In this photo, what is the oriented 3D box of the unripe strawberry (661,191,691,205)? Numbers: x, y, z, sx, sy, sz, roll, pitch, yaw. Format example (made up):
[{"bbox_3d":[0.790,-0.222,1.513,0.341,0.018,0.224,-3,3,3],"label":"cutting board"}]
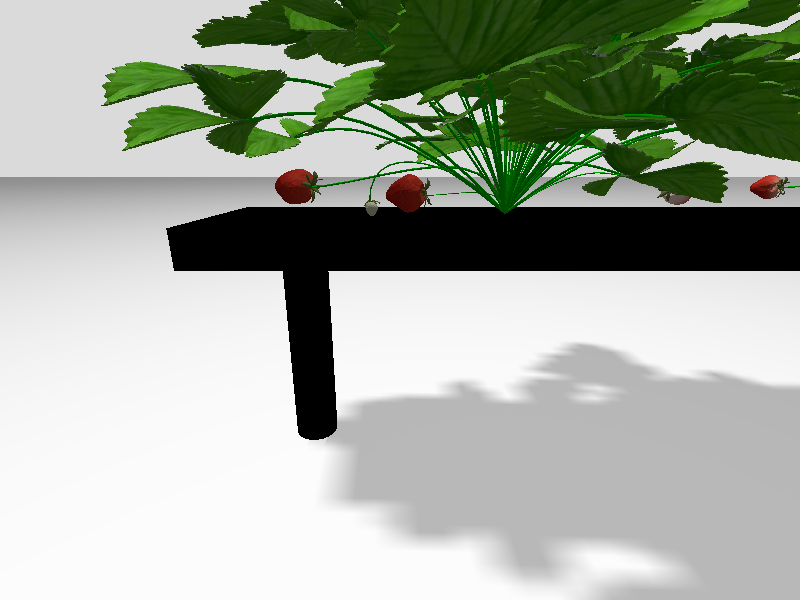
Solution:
[{"bbox_3d":[0.304,-0.120,0.435,0.032,0.031,0.030,-8,20,-24],"label":"unripe strawberry"}]

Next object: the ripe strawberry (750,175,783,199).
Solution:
[{"bbox_3d":[0.442,-0.136,0.484,0.031,0.028,0.028,-12,21,-31],"label":"ripe strawberry"}]

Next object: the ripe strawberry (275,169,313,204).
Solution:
[{"bbox_3d":[-0.107,-0.115,0.408,0.040,0.035,0.040,6,19,20],"label":"ripe strawberry"}]

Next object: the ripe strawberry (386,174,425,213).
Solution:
[{"bbox_3d":[0.004,-0.094,0.355,0.034,0.033,0.032,3,19,11],"label":"ripe strawberry"}]

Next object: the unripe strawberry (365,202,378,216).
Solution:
[{"bbox_3d":[-0.023,-0.074,0.326,0.010,0.012,0.012,-3,19,-8],"label":"unripe strawberry"}]

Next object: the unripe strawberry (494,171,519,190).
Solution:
[{"bbox_3d":[0.140,-0.149,0.513,0.037,0.032,0.037,5,18,14],"label":"unripe strawberry"}]
